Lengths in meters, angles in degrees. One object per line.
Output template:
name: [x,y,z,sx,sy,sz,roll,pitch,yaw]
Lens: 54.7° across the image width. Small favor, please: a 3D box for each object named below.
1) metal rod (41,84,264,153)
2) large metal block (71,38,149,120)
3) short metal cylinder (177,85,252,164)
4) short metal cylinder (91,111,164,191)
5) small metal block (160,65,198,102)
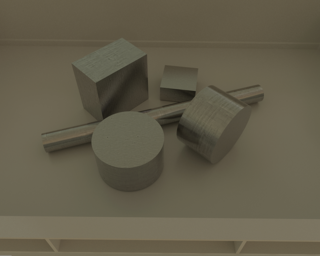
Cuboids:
metal rod: [0.000,-0.016,0.417,0.302,0.025,0.025,-14,52,-12]
large metal block: [-0.063,-0.062,0.420,0.080,0.080,0.050,-36,59,-26]
short metal cylinder: [0.065,-0.004,0.372,0.050,0.080,0.080,35,58,25]
short metal cylinder: [-0.036,0.026,0.364,0.081,0.050,0.080,0,50,0]
small metal block: [0.029,-0.065,0.458,0.050,0.025,0.050,7,50,5]
